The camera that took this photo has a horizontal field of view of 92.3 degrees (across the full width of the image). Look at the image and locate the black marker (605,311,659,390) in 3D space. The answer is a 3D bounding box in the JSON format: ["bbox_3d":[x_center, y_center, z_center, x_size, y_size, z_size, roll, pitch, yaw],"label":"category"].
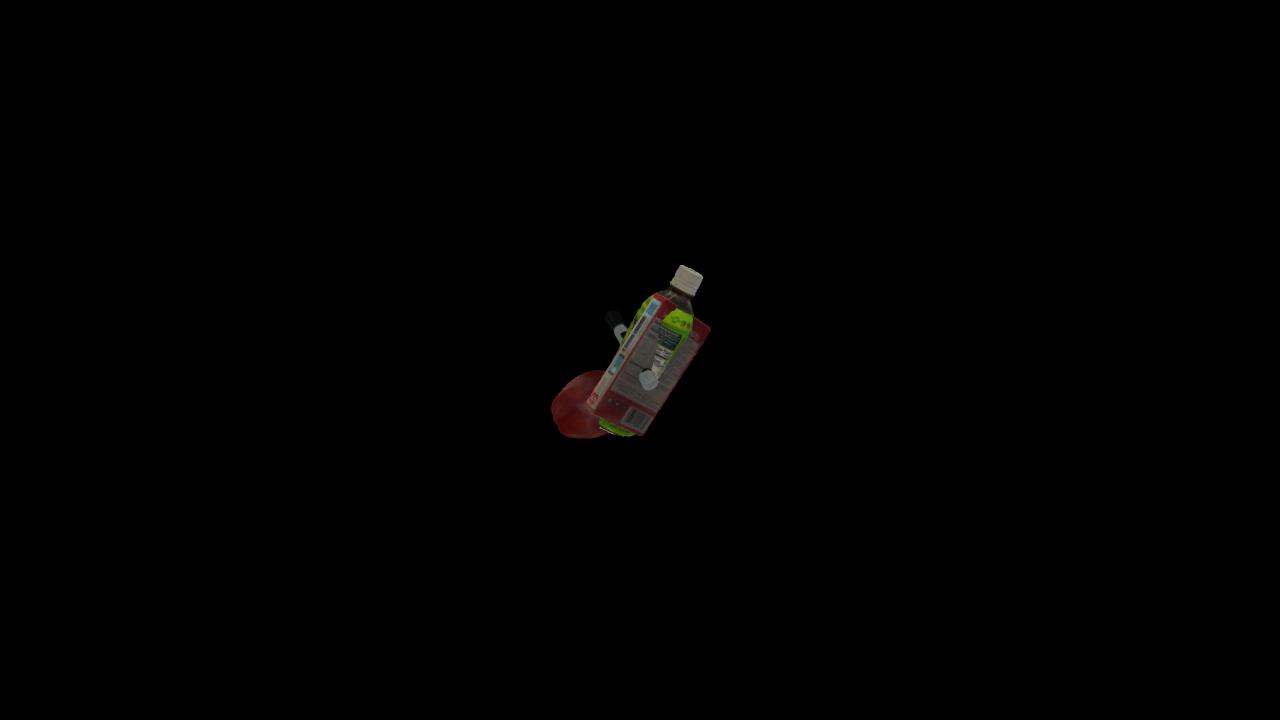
[{"bbox_3d":[-0.012,-0.015,0.726,0.020,0.121,0.020,-19,-35,-14],"label":"black marker"}]

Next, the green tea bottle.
[{"bbox_3d":[0.013,-0.011,0.726,0.073,0.212,0.073,28,16,-9],"label":"green tea bottle"}]

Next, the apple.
[{"bbox_3d":[-0.061,0.057,0.754,0.093,0.079,0.079,-26,2,-3],"label":"apple"}]

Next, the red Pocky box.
[{"bbox_3d":[0.010,0.008,0.714,0.083,0.155,0.028,30,5,-35],"label":"red Pocky box"}]
